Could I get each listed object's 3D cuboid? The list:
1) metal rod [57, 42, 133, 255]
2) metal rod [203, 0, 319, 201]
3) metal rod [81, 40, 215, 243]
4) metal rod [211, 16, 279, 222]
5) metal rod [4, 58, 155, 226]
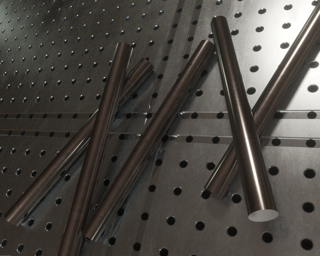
[{"bbox_3d":[-0.082,0.017,0.418,0.025,0.025,0.299,1,69,28],"label":"metal rod"},{"bbox_3d":[0.140,-0.049,0.364,0.025,0.025,0.300,25,75,36],"label":"metal rod"},{"bbox_3d":[-0.007,0.006,0.406,0.025,0.025,0.300,21,73,35],"label":"metal rod"},{"bbox_3d":[0.088,-0.040,0.360,0.025,0.025,0.300,-16,47,18],"label":"metal rod"},{"bbox_3d":[-0.113,0.015,0.456,0.025,0.025,0.300,34,80,38],"label":"metal rod"}]
